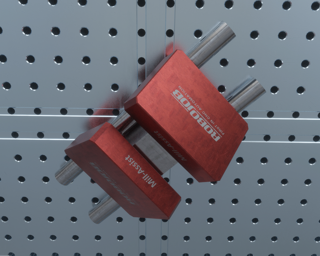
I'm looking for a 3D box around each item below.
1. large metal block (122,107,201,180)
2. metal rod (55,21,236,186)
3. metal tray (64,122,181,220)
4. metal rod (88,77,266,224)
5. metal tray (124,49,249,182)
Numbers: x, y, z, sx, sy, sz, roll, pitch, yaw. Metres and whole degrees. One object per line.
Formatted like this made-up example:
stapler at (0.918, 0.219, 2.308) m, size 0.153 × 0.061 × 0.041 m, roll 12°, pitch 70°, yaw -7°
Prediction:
large metal block at (0.001, 0.011, 0.388) m, size 0.080 × 0.080 × 0.050 m, roll -40°, pitch 106°, yaw 13°
metal rod at (-0.028, -0.024, 0.404) m, size 0.300 × 0.025 × 0.025 m, roll -41°, pitch 106°, yaw 13°
metal tray at (-0.046, 0.057, 0.376) m, size 0.130 × 0.030 × 0.090 m, roll 48°, pitch 146°, yaw -16°
metal rod at (0.015, 0.038, 0.428) m, size 0.300 × 0.025 × 0.025 m, roll -40°, pitch 106°, yaw 13°
metal tray at (0.035, -0.012, 0.351) m, size 0.130 × 0.030 × 0.090 m, roll 45°, pitch 60°, yaw -15°
